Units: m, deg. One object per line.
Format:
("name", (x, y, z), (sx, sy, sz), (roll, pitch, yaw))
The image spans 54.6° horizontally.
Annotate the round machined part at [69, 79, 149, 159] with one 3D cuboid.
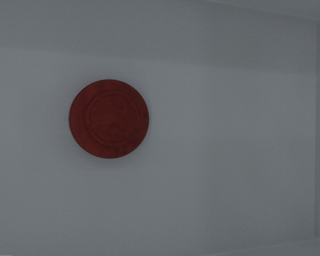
("round machined part", (-0.060, -0.011, 0.379), (0.099, 0.042, 0.097), (0, 90, -20))
